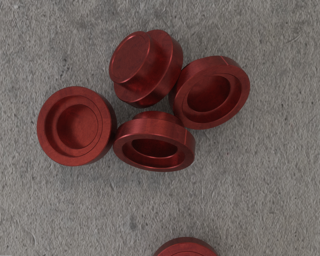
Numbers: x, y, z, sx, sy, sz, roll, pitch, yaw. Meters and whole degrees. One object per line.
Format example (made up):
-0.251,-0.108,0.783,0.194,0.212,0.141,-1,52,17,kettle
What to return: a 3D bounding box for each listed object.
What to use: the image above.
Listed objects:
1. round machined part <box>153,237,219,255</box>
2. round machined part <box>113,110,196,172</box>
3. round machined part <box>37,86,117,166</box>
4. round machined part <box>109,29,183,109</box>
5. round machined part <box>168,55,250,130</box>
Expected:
0.033,0.189,0.402,0.099,0.042,0.097,0,90,0,round machined part
-0.005,0.015,0.381,0.099,0.098,0.042,9,58,0,round machined part
-0.101,-0.001,0.394,0.098,0.042,0.097,-1,86,12,round machined part
-0.024,-0.076,0.373,0.042,0.098,0.098,28,90,-43,round machined part
0.057,-0.047,0.384,0.098,0.098,0.042,-22,47,0,round machined part
